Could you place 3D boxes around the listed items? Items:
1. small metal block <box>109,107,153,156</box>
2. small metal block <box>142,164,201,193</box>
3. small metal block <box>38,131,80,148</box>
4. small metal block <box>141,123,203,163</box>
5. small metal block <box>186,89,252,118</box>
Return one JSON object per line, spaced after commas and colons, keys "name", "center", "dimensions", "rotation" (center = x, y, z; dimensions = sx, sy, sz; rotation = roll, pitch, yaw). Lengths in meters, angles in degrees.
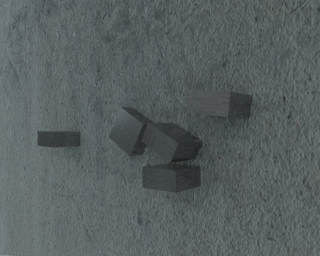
{"name": "small metal block", "center": [-0.040, 0.004, 0.438], "dimensions": [0.050, 0.025, 0.050], "rotation": [37, 113, 34]}
{"name": "small metal block", "center": [0.014, 0.059, 0.377], "dimensions": [0.050, 0.050, 0.025], "rotation": [0, 90, 40]}
{"name": "small metal block", "center": [-0.174, 0.018, 0.532], "dimensions": [0.050, 0.050, 0.025], "rotation": [2, 91, 40]}
{"name": "small metal block", "center": [0.015, 0.016, 0.376], "dimensions": [0.050, 0.050, 0.025], "rotation": [34, 111, 34]}
{"name": "small metal block", "center": [0.064, -0.026, 0.336], "dimensions": [0.050, 0.050, 0.025], "rotation": [9, 96, 39]}
